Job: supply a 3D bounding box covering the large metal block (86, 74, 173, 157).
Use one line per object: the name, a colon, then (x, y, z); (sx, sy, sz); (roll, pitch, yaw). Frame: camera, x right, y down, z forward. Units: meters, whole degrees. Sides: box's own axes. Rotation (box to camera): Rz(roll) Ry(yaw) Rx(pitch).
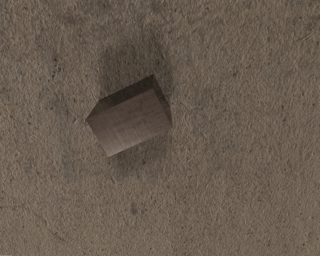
large metal block: (-0.033, -0.018, 0.373); (0.080, 0.080, 0.050); (-24, 109, 8)
